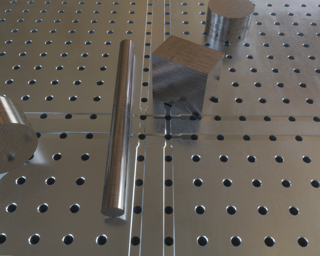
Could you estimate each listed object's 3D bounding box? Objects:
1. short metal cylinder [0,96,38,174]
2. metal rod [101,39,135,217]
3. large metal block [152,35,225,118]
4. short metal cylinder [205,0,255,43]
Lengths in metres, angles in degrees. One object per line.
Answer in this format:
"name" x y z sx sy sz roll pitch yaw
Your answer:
"short metal cylinder" -0.192 0.009 0.362 0.081 0.080 0.050 -28 56 -22
"metal rod" -0.053 -0.025 0.427 0.025 0.025 0.300 0 50 -1
"large metal block" 0.037 -0.072 0.433 0.080 0.080 0.050 25 54 19
"short metal cylinder" 0.124 -0.198 0.559 0.081 0.050 0.080 0 50 0
